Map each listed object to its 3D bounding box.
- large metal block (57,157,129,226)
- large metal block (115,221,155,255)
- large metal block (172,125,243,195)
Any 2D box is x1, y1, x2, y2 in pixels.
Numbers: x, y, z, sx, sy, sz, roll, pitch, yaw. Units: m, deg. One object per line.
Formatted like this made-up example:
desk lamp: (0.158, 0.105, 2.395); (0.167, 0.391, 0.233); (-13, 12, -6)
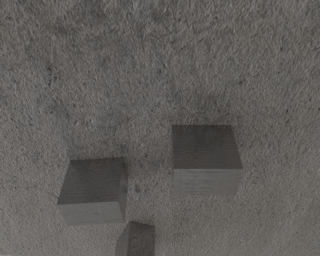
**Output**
large metal block: (-0.092, 0.090, 0.447); (0.080, 0.080, 0.050); (-4, 130, 3)
large metal block: (-0.048, 0.231, 0.567); (0.050, 0.080, 0.079); (18, 128, -15)
large metal block: (0.057, 0.041, 0.406); (0.081, 0.080, 0.050); (0, 130, 0)
